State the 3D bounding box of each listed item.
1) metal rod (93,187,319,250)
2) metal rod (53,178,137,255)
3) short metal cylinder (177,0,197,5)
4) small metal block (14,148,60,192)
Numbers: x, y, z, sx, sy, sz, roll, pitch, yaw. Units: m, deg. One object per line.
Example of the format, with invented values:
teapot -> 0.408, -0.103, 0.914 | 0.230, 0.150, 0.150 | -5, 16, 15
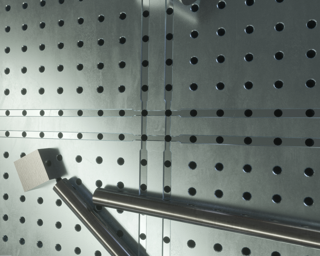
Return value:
metal rod -> 0.052, 0.111, 0.393 | 0.301, 0.025, 0.025 | 6, 92, 19
metal rod -> -0.043, 0.183, 0.426 | 0.300, 0.025, 0.025 | 43, 103, 14
short metal cylinder -> 0.030, -0.197, 0.372 | 0.050, 0.080, 0.080 | 37, 102, 15
small metal block -> -0.190, 0.064, 0.478 | 0.050, 0.025, 0.050 | -26, 82, 17
